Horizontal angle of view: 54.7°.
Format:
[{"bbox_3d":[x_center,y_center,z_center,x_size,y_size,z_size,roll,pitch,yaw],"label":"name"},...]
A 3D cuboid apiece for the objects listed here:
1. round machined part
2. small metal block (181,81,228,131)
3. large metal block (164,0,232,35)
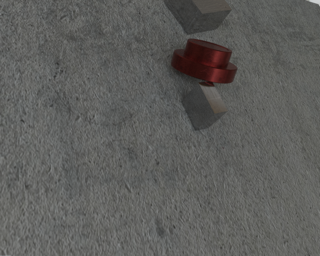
[{"bbox_3d":[0.069,-0.104,0.464,0.099,0.042,0.098,13,24,-6],"label":"round machined part"},{"bbox_3d":[0.062,-0.031,0.440,0.025,0.050,0.050,-11,68,-33],"label":"small metal block"},{"bbox_3d":[0.068,-0.221,0.559,0.081,0.050,0.080,-23,74,-36],"label":"large metal block"}]
